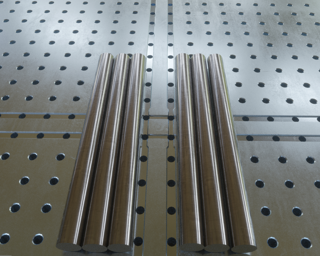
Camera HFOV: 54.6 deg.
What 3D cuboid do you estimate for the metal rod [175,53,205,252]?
[{"bbox_3d":[0.034,0.004,0.404,0.025,0.025,0.300,1,50,1],"label":"metal rod"}]

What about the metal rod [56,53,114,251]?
[{"bbox_3d":[-0.088,0.004,0.404,0.025,0.025,0.300,1,50,1],"label":"metal rod"}]

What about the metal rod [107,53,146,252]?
[{"bbox_3d":[-0.037,0.004,0.403,0.025,0.025,0.300,1,50,1],"label":"metal rod"}]

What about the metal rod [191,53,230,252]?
[{"bbox_3d":[0.059,0.004,0.404,0.025,0.025,0.300,1,50,1],"label":"metal rod"}]

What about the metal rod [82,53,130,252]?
[{"bbox_3d":[-0.062,0.004,0.403,0.025,0.025,0.300,1,50,1],"label":"metal rod"}]

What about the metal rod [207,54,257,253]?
[{"bbox_3d":[0.086,0.005,0.403,0.025,0.025,0.300,1,50,1],"label":"metal rod"}]
